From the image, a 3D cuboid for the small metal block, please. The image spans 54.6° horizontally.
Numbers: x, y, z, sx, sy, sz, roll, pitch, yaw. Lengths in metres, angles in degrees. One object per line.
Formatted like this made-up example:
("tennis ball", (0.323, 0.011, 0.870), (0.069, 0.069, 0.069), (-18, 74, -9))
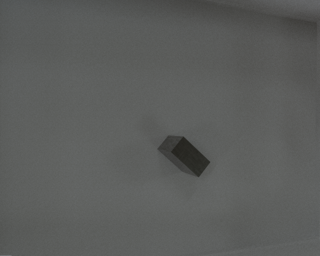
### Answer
("small metal block", (0.030, 0.036, 0.408), (0.050, 0.050, 0.025), (43, 77, -15))
